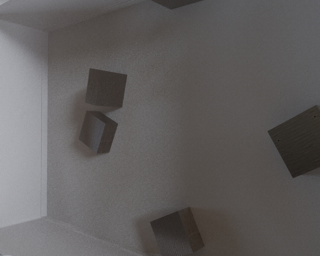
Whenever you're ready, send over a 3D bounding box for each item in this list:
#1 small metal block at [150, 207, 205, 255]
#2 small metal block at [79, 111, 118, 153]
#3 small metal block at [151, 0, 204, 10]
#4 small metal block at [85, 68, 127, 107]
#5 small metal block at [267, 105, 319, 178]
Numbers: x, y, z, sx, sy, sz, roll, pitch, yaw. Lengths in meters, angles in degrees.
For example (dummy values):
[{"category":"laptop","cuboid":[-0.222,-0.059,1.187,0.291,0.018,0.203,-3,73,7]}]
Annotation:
[{"category":"small metal block","cuboid":[0.021,0.133,0.390,0.050,0.025,0.050,-33,70,35]},{"category":"small metal block","cuboid":[-0.098,0.006,0.488,0.050,0.025,0.050,31,109,35]},{"category":"small metal block","cuboid":[0.018,-0.169,0.376,0.050,0.050,0.025,1,91,40]},{"category":"small metal block","cuboid":[-0.079,-0.058,0.456,0.025,0.050,0.050,17,101,39]},{"category":"small metal block","cuboid":[0.140,0.013,0.292,0.050,0.025,0.050,-35,68,34]}]
